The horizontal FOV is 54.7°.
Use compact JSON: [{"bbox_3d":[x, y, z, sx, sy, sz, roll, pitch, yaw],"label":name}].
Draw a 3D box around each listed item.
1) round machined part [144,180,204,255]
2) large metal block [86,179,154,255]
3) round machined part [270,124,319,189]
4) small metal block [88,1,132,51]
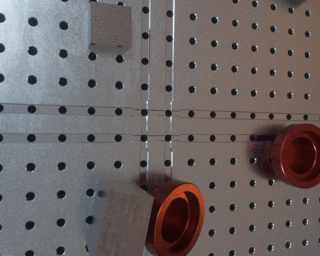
[{"bbox_3d":[0.012,0.114,0.394,0.099,0.042,0.097,-8,100,-47],"label":"round machined part"},{"bbox_3d":[-0.050,0.109,0.364,0.050,0.080,0.080,13,86,-17],"label":"large metal block"},{"bbox_3d":[0.213,0.042,0.482,0.099,0.042,0.097,0,90,-20],"label":"round machined part"},{"bbox_3d":[-0.063,-0.126,0.389,0.050,0.025,0.050,0,90,-20],"label":"small metal block"}]
